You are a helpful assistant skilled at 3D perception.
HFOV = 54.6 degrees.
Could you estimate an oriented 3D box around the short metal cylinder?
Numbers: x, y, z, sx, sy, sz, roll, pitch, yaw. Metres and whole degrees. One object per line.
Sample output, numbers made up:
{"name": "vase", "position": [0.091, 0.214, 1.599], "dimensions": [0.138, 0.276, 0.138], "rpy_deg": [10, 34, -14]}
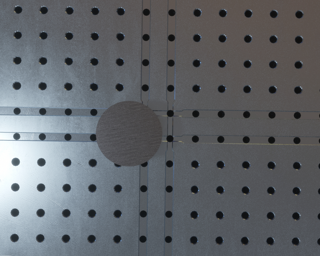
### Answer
{"name": "short metal cylinder", "position": [-0.037, 0.007, 0.401], "dimensions": [0.080, 0.050, 0.080], "rpy_deg": [0, 90, 0]}
